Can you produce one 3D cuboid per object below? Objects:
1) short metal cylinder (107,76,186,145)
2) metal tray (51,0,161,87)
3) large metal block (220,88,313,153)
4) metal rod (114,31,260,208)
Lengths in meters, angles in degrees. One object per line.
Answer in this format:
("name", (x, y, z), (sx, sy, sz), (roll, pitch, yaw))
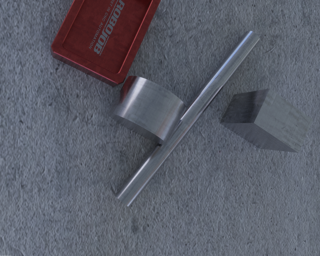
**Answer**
("short metal cylinder", (-0.016, -0.020, 0.374), (0.080, 0.080, 0.050), (31, 80, -18))
("metal tray", (-0.065, -0.128, 0.382), (0.090, 0.030, 0.130), (26, 82, -18))
("large metal block", (0.146, -0.009, 0.434), (0.080, 0.080, 0.050), (31, 80, -18))
("metal rod", (0.044, -0.021, 0.425), (0.025, 0.025, 0.300), (43, 77, -15))
